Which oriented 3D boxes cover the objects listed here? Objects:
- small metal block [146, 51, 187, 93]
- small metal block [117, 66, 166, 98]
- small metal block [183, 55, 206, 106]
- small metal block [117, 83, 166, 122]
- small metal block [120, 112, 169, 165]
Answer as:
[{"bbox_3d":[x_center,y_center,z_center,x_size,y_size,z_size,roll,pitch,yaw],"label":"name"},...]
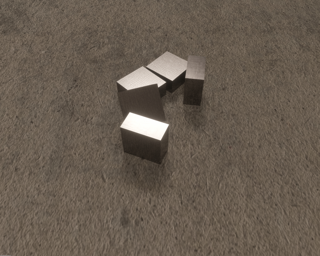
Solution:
[{"bbox_3d":[0.014,-0.087,0.476,0.050,0.025,0.050,32,57,24],"label":"small metal block"},{"bbox_3d":[-0.027,-0.058,0.452,0.050,0.025,0.050,-37,59,-27],"label":"small metal block"},{"bbox_3d":[0.049,-0.068,0.445,0.025,0.050,0.050,6,50,5],"label":"small metal block"},{"bbox_3d":[-0.025,-0.028,0.408,0.050,0.050,0.025,-15,9,-13],"label":"small metal block"},{"bbox_3d":[-0.018,0.013,0.376,0.050,0.050,0.025,18,53,14],"label":"small metal block"}]
